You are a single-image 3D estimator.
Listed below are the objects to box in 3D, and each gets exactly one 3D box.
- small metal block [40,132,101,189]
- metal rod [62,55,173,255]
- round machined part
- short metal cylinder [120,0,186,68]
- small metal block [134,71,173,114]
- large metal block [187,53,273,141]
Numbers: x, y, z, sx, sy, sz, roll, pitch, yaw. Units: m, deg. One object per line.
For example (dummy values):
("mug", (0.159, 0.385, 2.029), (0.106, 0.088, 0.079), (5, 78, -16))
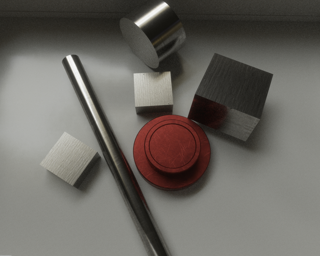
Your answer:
("small metal block", (-0.113, 0.041, 0.393), (0.050, 0.025, 0.050), (30, 73, 10))
("metal rod", (-0.061, 0.029, 0.398), (0.025, 0.025, 0.299), (-25, 72, -9))
("round machined part", (0.015, 0.028, 0.391), (0.099, 0.042, 0.098), (0, 70, -1))
("short metal cylinder", (-0.010, -0.130, 0.428), (0.050, 0.080, 0.080), (-41, 75, -13))
("small metal block", (-0.009, -0.049, 0.427), (0.050, 0.025, 0.050), (-4, 70, -2))
("large metal block", (0.091, -0.041, 0.403), (0.080, 0.050, 0.080), (22, 57, 7))
